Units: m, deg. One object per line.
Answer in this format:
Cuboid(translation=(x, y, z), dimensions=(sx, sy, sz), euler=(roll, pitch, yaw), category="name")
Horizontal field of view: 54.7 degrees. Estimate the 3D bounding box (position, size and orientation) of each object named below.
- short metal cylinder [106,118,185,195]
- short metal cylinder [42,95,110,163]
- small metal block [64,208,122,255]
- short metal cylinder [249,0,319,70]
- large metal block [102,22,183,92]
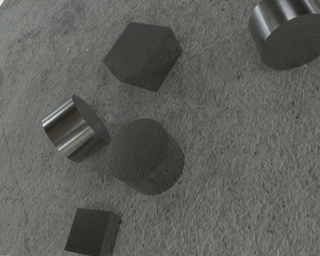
Cuboid(translation=(-0.017, 0.035, 0.375), dimensions=(0.080, 0.050, 0.080), euler=(-13, 56, 21), category="short metal cylinder")
Cuboid(translation=(-0.114, 0.001, 0.428), dimensions=(0.050, 0.080, 0.080), euler=(-37, 51, 4), category="short metal cylinder")
Cuboid(translation=(-0.079, 0.125, 0.369), dimensions=(0.050, 0.025, 0.050), euler=(-2, 61, 27), category="small metal block")
Cuboid(translation=(0.150, -0.114, 0.360), dimensions=(0.080, 0.080, 0.050), euler=(-20, 54, 17), category="short metal cylinder")
Cuboid(translation=(-0.026, -0.109, 0.468), dimensions=(0.080, 0.050, 0.080), euler=(21, 73, 36), category="large metal block")
